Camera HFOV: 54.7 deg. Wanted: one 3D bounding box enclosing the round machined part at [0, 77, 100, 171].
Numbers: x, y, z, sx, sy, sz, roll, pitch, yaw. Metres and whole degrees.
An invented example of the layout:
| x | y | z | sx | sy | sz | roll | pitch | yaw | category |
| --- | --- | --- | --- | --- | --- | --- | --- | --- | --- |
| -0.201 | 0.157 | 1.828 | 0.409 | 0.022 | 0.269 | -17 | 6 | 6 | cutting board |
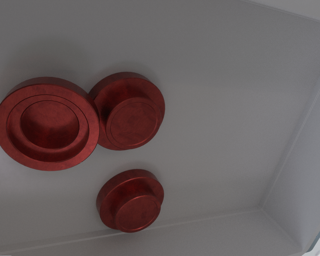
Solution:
| x | y | z | sx | sy | sz | roll | pitch | yaw | category |
| --- | --- | --- | --- | --- | --- | --- | --- | --- | --- |
| -0.113 | -0.007 | 0.322 | 0.099 | 0.042 | 0.097 | -5 | 118 | -9 | round machined part |

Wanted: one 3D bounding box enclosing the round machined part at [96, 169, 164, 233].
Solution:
| x | y | z | sx | sy | sz | roll | pitch | yaw | category |
| --- | --- | --- | --- | --- | --- | --- | --- | --- | --- |
| -0.038 | 0.111 | 0.445 | 0.099 | 0.042 | 0.097 | -14 | 124 | -21 | round machined part |

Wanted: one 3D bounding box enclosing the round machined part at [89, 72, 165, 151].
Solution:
| x | y | z | sx | sy | sz | roll | pitch | yaw | category |
| --- | --- | --- | --- | --- | --- | --- | --- | --- | --- |
| -0.038 | -0.014 | 0.369 | 0.099 | 0.042 | 0.097 | -14 | 124 | -21 | round machined part |
